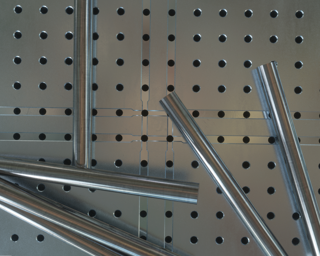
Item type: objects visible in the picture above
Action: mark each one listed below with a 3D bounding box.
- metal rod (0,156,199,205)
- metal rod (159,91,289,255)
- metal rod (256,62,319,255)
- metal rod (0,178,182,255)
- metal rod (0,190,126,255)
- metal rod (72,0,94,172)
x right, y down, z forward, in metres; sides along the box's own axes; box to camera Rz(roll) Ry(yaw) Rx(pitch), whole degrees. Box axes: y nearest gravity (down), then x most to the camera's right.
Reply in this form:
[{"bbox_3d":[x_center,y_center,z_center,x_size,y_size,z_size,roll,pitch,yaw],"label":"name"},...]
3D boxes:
[{"bbox_3d":[-0.103,0.060,0.386,0.301,0.025,0.025,6,90,10],"label":"metal rod"},{"bbox_3d":[0.094,0.081,0.413,0.025,0.025,0.299,-35,90,0],"label":"metal rod"},{"bbox_3d":[0.184,0.059,0.414,0.025,0.025,0.299,-17,90,0],"label":"metal rod"},{"bbox_3d":[-0.092,0.128,0.401,0.301,0.025,0.025,25,90,-5],"label":"metal rod"},{"bbox_3d":[-0.148,0.125,0.412,0.301,0.025,0.025,28,90,0],"label":"metal rod"},{"bbox_3d":[-0.102,-0.079,0.412,0.025,0.025,0.298,1,90,0],"label":"metal rod"}]
